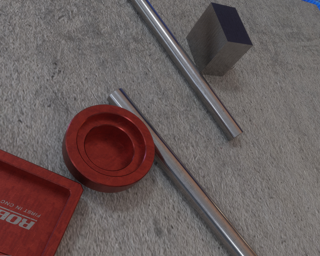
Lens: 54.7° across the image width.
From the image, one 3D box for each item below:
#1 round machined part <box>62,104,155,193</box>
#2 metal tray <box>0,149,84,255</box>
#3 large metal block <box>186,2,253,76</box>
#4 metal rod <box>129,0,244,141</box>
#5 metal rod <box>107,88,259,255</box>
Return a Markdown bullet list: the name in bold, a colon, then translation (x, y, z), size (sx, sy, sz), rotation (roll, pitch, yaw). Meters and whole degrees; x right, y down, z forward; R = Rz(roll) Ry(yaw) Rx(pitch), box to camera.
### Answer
- **round machined part**: translation (-0.059, 0.026, 0.347), size (0.099, 0.042, 0.098), rotation (14, 56, -21)
- **metal tray**: translation (-0.148, 0.070, 0.278), size (0.131, 0.030, 0.090), rotation (27, 52, -12)
- **large metal block**: translation (0.094, -0.143, 0.508), size (0.050, 0.080, 0.080), rotation (-1, 62, -29)
- **metal rod**: translation (0.033, -0.110, 0.490), size (0.025, 0.025, 0.299), rotation (-25, 75, -37)
- **metal rod**: translation (0.036, 0.072, 0.380), size (0.025, 0.025, 0.300), rotation (-33, 81, -38)
